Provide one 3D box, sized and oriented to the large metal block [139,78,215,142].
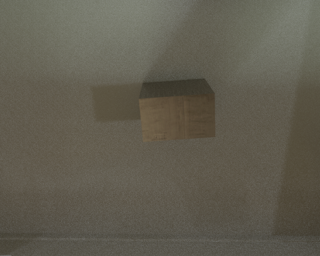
[{"bbox_3d":[0.019,-0.024,0.373,0.080,0.080,0.050,-4,110,1],"label":"large metal block"}]
